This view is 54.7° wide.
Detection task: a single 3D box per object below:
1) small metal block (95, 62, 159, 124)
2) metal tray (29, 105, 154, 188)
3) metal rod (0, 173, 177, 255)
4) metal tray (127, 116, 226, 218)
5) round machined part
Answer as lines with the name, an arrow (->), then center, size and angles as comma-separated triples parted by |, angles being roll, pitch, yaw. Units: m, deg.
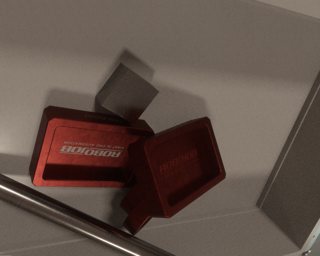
small metal block -> -0.038, -0.040, 0.364 | 0.050, 0.025, 0.050 | 31, 101, -39
metal tray -> -0.081, 0.028, 0.379 | 0.131, 0.030, 0.089 | 8, 114, -32
metal rod -> -0.084, 0.122, 0.380 | 0.301, 0.025, 0.025 | 32, 101, -20
metal tray -> 0.027, 0.044, 0.390 | 0.131, 0.030, 0.089 | -21, 95, -46
round machined part -> -0.017, 0.097, 0.429 | 0.098, 0.042, 0.098 | -46, 168, -13
